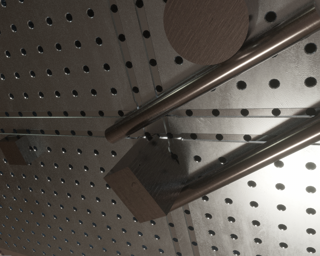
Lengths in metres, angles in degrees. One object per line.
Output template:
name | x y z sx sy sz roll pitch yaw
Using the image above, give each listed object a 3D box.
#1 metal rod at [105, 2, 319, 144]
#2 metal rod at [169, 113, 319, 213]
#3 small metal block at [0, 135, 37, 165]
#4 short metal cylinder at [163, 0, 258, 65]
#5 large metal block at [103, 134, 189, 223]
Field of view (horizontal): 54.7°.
metal rod | 0.036 -0.045 0.363 0.299 0.025 0.025 -28 103 37
metal rod | 0.084 0.062 0.404 0.025 0.025 0.299 48 128 -6
small metal block | -0.263 0.041 0.572 0.050 0.025 0.050 -2 118 29
short metal cylinder | 0.050 -0.108 0.301 0.080 0.050 0.079 13 124 20
large metal block | -0.016 0.068 0.425 0.050 0.080 0.080 -28 103 37
